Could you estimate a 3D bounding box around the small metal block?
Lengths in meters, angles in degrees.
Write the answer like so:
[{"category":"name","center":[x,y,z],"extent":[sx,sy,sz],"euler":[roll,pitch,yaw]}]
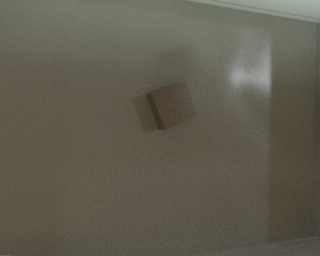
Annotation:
[{"category":"small metal block","center":[0.016,-0.030,0.416],"extent":[0.050,0.025,0.050],"euler":[-22,98,-19]}]
